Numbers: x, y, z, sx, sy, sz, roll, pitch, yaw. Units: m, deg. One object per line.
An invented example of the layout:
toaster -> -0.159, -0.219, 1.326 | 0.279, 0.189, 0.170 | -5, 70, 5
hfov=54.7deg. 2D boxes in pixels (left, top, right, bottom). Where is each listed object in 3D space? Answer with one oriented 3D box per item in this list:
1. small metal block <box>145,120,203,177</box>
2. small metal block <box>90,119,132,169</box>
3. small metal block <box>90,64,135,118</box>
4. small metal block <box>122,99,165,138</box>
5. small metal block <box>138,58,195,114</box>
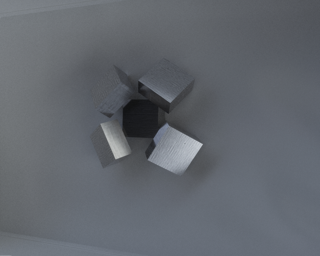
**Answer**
small metal block -> 0.017, 0.026, 0.390 | 0.050, 0.025, 0.050 | 29, 101, -17
small metal block -> -0.068, 0.022, 0.420 | 0.050, 0.025, 0.050 | -36, 76, 55
small metal block -> -0.065, -0.050, 0.418 | 0.050, 0.025, 0.050 | -44, 39, 15
small metal block -> -0.022, -0.012, 0.415 | 0.050, 0.025, 0.050 | 2, 91, 20
small metal block -> 0.008, -0.054, 0.393 | 0.050, 0.025, 0.050 | 37, 64, 16
